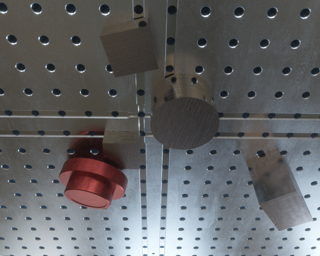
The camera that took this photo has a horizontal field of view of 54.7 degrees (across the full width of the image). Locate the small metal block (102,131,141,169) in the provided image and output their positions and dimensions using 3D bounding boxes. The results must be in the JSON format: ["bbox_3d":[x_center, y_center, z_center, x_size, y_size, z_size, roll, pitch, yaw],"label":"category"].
[{"bbox_3d":[-0.053,0.032,0.438,0.050,0.025,0.050,2,130,-3],"label":"small metal block"}]

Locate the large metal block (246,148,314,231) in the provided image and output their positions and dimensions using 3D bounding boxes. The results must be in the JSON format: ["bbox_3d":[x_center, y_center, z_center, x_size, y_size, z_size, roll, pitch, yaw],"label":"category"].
[{"bbox_3d":[0.174,0.090,0.455,0.050,0.080,0.080,-27,126,20],"label":"large metal block"}]

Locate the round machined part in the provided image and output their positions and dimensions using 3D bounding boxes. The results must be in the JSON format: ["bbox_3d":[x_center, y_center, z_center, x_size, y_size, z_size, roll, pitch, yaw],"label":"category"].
[{"bbox_3d":[-0.100,0.086,0.454,0.099,0.042,0.098,9,146,6],"label":"round machined part"}]

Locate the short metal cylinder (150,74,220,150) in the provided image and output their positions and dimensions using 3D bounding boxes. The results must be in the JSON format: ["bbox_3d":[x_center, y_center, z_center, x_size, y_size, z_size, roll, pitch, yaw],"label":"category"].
[{"bbox_3d":[0.029,-0.019,0.379,0.081,0.050,0.079,-1,130,0],"label":"short metal cylinder"}]

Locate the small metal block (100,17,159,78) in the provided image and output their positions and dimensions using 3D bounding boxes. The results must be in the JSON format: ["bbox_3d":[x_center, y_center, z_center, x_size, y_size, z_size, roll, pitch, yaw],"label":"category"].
[{"bbox_3d":[-0.031,-0.087,0.337,0.050,0.025,0.050,-10,130,8],"label":"small metal block"}]
